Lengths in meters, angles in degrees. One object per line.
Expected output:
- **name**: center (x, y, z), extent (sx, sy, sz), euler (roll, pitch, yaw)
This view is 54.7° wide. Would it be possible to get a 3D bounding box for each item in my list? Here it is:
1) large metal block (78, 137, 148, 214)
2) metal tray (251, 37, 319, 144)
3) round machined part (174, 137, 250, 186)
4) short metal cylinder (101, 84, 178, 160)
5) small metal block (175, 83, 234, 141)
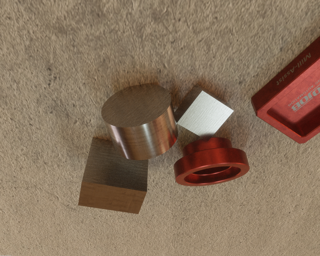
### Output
- **large metal block**: center (-0.062, 0.064, 0.425), extent (0.081, 0.080, 0.050), euler (11, 129, -10)
- **metal tray**: center (0.187, -0.046, 0.366), extent (0.090, 0.030, 0.129), euler (29, 124, -23)
- **round machined part**: center (0.067, 0.045, 0.419), extent (0.099, 0.042, 0.098), euler (-6, 155, -3)
- **short metal cylinder**: center (-0.022, -0.008, 0.364), extent (0.080, 0.080, 0.050), euler (-9, 130, 7)
- **small metal block**: center (0.053, -0.019, 0.384), extent (0.050, 0.025, 0.050), euler (29, 111, -22)
